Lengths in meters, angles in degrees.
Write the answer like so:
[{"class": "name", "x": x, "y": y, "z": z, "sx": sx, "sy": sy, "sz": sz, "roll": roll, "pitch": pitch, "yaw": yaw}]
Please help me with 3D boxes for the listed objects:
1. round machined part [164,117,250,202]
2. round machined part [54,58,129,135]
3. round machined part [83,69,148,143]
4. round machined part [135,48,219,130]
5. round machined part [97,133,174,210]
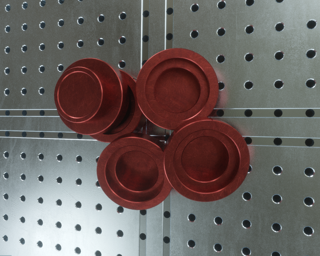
[{"class": "round machined part", "x": 0.053, "y": 0.035, "z": 0.372, "sx": 0.099, "sy": 0.042, "sz": 0.097, "roll": 0, "pitch": 100, "yaw": -2}, {"class": "round machined part", "x": -0.092, "y": -0.040, "z": 0.390, "sx": 0.098, "sy": 0.042, "sz": 0.097, "roll": 0, "pitch": 90, "yaw": 19}, {"class": "round machined part", "x": -0.060, "y": -0.030, "z": 0.423, "sx": 0.098, "sy": 0.042, "sz": 0.097, "roll": 0, "pitch": 90, "yaw": 19}, {"class": "round machined part", "x": 0.021, "y": -0.046, "z": 0.386, "sx": 0.099, "sy": 0.042, "sz": 0.097, "roll": 0, "pitch": 91, "yaw": 3}, {"class": "round machined part", "x": -0.028, "y": 0.053, "z": 0.403, "sx": 0.098, "sy": 0.042, "sz": 0.097, "roll": 2, "pitch": 104, "yaw": 9}]
